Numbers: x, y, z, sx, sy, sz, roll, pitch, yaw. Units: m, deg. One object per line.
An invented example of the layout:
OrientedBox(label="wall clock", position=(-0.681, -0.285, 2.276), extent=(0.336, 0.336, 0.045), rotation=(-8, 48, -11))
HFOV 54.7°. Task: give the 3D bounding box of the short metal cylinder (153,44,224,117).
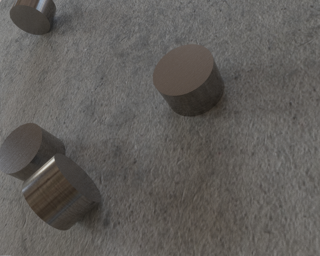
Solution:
OrientedBox(label="short metal cylinder", position=(0.038, -0.062, 0.405), extent=(0.080, 0.050, 0.080), rotation=(-13, 56, 20))

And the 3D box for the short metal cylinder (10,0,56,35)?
OrientedBox(label="short metal cylinder", position=(-0.267, -0.245, 0.656), extent=(0.080, 0.080, 0.050), rotation=(-7, 59, 24))

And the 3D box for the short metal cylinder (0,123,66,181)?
OrientedBox(label="short metal cylinder", position=(-0.190, 0.039, 0.461), extent=(0.080, 0.050, 0.080), rotation=(-13, 56, 20))

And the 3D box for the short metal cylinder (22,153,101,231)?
OrientedBox(label="short metal cylinder", position=(-0.119, 0.078, 0.382), extent=(0.050, 0.080, 0.080), rotation=(-42, 51, -1))
